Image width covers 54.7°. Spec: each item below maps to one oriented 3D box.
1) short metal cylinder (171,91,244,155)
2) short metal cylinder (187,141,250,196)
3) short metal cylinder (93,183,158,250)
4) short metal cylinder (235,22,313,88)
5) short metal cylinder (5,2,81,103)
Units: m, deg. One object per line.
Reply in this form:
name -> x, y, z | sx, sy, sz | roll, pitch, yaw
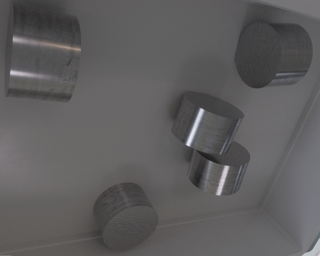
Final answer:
short metal cylinder -> 0.061, -0.008, 0.401 | 0.081, 0.080, 0.050 | 5, 116, -31
short metal cylinder -> 0.084, 0.053, 0.452 | 0.081, 0.080, 0.050 | -4, 121, -26
short metal cylinder -> -0.049, 0.126, 0.443 | 0.081, 0.050, 0.079 | -14, 124, -21
short metal cylinder -> 0.142, -0.092, 0.393 | 0.050, 0.080, 0.079 | -8, 122, -24
short metal cylinder -> -0.107, -0.064, 0.275 | 0.050, 0.080, 0.079 | 3, 117, -30
